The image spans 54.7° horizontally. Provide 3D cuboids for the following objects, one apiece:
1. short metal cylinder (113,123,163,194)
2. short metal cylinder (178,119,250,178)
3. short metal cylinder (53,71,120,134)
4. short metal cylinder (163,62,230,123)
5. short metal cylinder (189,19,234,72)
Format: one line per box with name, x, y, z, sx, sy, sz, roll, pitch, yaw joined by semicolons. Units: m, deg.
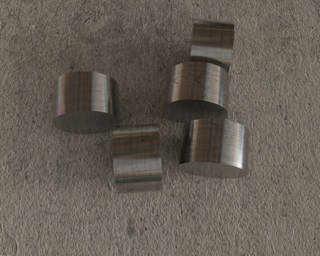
short metal cylinder;-0.025;0.036;0.366;0.050;0.080;0.080;-4;70;-1
short metal cylinder;0.064;0.027;0.369;0.080;0.080;0.050;7;70;2
short metal cylinder;-0.091;-0.029;0.389;0.081;0.080;0.050;-5;70;-2
short metal cylinder;0.047;-0.041;0.394;0.080;0.080;0.050;6;70;2
short metal cylinder;0.066;-0.103;0.417;0.050;0.080;0.080;6;70;2
